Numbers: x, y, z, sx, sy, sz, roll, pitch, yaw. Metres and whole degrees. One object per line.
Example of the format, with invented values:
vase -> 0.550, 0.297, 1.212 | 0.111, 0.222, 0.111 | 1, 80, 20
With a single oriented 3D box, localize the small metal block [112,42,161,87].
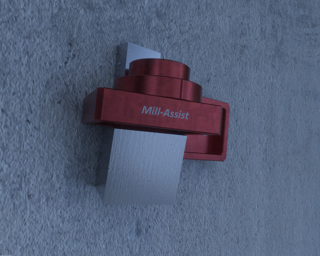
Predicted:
small metal block -> -0.028, -0.073, 0.385 | 0.050, 0.025, 0.050 | 8, 85, -40

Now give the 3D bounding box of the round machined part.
round machined part -> -0.002, -0.048, 0.345 | 0.099, 0.098, 0.042 | 8, 85, -40

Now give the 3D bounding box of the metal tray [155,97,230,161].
metal tray -> 0.046, 0.000, 0.444 | 0.131, 0.030, 0.089 | 8, 85, -40

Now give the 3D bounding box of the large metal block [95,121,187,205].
large metal block -> -0.023, 0.038, 0.348 | 0.081, 0.050, 0.079 | 6, 99, -22

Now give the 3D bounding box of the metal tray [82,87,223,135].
metal tray -> -0.011, -0.014, 0.334 | 0.131, 0.090, 0.030 | 7, 86, -22
